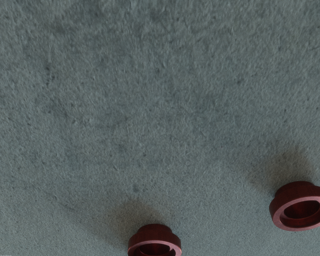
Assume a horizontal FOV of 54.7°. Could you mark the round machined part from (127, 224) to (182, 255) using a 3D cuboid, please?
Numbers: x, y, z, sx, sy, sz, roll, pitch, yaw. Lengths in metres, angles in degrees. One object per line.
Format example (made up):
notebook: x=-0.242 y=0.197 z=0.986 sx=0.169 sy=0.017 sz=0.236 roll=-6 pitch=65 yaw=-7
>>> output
round machined part: x=-0.010 y=0.216 z=0.580 sx=0.099 sy=0.042 sz=0.097 roll=-1 pitch=130 yaw=0

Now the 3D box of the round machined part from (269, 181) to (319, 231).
round machined part: x=0.228 y=0.124 z=0.505 sx=0.099 sy=0.042 sz=0.097 roll=-1 pitch=130 yaw=0
